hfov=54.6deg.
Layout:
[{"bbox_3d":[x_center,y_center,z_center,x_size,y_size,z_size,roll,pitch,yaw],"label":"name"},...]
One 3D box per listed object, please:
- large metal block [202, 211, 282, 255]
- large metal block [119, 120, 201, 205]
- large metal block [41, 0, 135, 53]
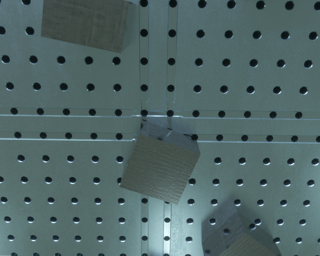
[{"bbox_3d":[0.123,0.188,0.470,0.080,0.050,0.080,38,106,-13],"label":"large metal block"},{"bbox_3d":[-0.001,0.046,0.417,0.080,0.050,0.080,19,109,-7],"label":"large metal block"},{"bbox_3d":[-0.074,-0.120,0.339,0.080,0.080,0.050,11,110,-4],"label":"large metal block"}]
